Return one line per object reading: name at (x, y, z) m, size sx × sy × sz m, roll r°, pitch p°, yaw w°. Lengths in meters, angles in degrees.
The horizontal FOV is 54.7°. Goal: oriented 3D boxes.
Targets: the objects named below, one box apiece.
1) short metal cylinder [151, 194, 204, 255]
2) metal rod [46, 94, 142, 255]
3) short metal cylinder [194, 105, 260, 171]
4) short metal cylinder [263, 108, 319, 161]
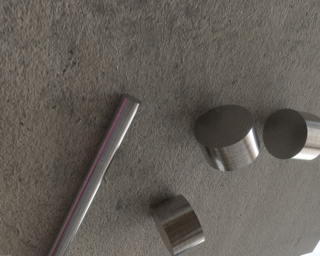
short metal cylinder at (0.026, 0.150, 0.478) m, size 0.050 × 0.080 × 0.080 m, roll -23°, pitch 127°, yaw -15°
metal rod at (-0.100, 0.092, 0.408) m, size 0.025 × 0.025 × 0.298 m, roll 16°, pitch 110°, yaw -35°
short metal cylinder at (0.093, 0.013, 0.430) m, size 0.080 × 0.080 × 0.050 m, roll -34°, pitch 129°, yaw -6°
short metal cylinder at (0.214, 0.012, 0.495) m, size 0.050 × 0.080 × 0.079 m, roll 7°, pitch 115°, yaw -32°
